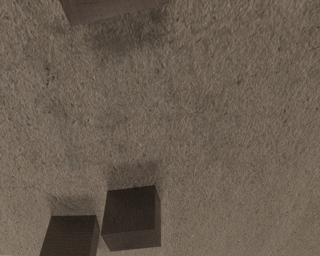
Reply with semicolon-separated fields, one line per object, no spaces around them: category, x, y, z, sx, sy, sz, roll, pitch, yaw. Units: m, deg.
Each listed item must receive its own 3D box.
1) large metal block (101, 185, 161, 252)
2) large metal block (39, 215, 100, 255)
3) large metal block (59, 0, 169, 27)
large metal block;-0.042;0.143;0.492;0.080;0.080;0.050;-8;130;6
large metal block;-0.154;0.202;0.541;0.081;0.080;0.050;-1;130;0
large metal block;-0.038;-0.132;0.258;0.080;0.080;0.050;-11;129;8
